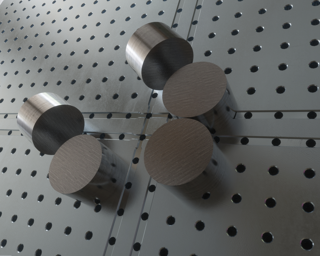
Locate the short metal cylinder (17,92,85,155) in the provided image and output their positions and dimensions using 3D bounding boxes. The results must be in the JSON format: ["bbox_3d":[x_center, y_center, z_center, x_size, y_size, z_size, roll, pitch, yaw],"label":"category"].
[{"bbox_3d":[-0.161,-0.007,0.459,0.050,0.080,0.080,31,79,37],"label":"short metal cylinder"}]

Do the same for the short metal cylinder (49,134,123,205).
[{"bbox_3d":[-0.097,0.055,0.407,0.080,0.050,0.080,-13,57,21],"label":"short metal cylinder"}]

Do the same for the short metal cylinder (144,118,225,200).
[{"bbox_3d":[0.029,0.036,0.354,0.080,0.050,0.080,-13,56,20],"label":"short metal cylinder"}]

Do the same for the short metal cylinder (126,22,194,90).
[{"bbox_3d":[-0.001,-0.100,0.433,0.080,0.080,0.050,-39,51,2],"label":"short metal cylinder"}]

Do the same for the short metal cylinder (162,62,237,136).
[{"bbox_3d":[0.050,-0.035,0.387,0.080,0.050,0.080,-13,56,20],"label":"short metal cylinder"}]
